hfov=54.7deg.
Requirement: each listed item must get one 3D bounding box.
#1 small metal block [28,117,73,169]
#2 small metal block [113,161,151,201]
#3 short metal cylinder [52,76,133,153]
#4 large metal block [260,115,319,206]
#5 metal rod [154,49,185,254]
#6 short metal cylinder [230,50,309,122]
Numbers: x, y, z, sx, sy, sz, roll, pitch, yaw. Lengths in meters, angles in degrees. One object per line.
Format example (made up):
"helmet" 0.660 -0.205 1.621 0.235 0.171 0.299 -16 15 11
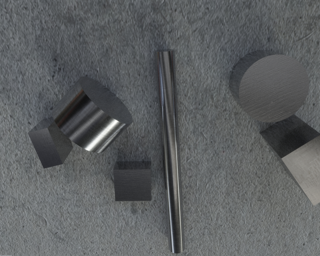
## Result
"small metal block" -0.140 0.017 0.401 0.025 0.050 0.050 -14 110 5
"small metal block" -0.038 0.075 0.437 0.050 0.025 0.050 0 110 -1
"short metal cylinder" -0.080 -0.016 0.373 0.080 0.080 0.050 41 105 -14
"large metal block" 0.182 0.037 0.397 0.050 0.080 0.080 -35 107 12
"metal rod" 0.016 0.045 0.426 0.025 0.025 0.298 -4 110 1
"short metal cylinder" 0.131 -0.053 0.379 0.081 0.050 0.079 0 110 -1
